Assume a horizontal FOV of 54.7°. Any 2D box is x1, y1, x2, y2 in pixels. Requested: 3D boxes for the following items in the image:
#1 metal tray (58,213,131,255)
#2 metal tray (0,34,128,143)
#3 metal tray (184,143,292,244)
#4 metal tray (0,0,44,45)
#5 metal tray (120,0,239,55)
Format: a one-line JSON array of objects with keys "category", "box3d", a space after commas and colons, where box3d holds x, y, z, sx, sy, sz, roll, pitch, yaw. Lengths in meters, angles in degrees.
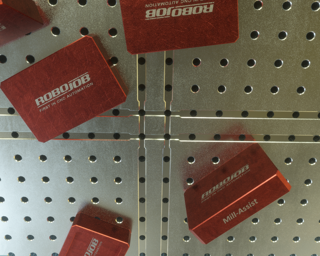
[{"category": "metal tray", "box3d": [-0.112, 0.205, 0.484, 0.090, 0.030, 0.129, 23, 108, -9]}, {"category": "metal tray", "box3d": [-0.118, -0.048, 0.391, 0.130, 0.030, 0.090, -26, 108, 8]}, {"category": "metal tray", "box3d": [0.095, 0.084, 0.410, 0.130, 0.090, 0.030, -37, 106, 12]}, {"category": "metal tray", "box3d": [-0.207, -0.109, 0.332, 0.130, 0.090, 0.030, -21, 93, 7]}, {"category": "metal tray", "box3d": [0.022, -0.139, 0.360, 0.131, 0.030, 0.089, -7, 110, 2]}]
